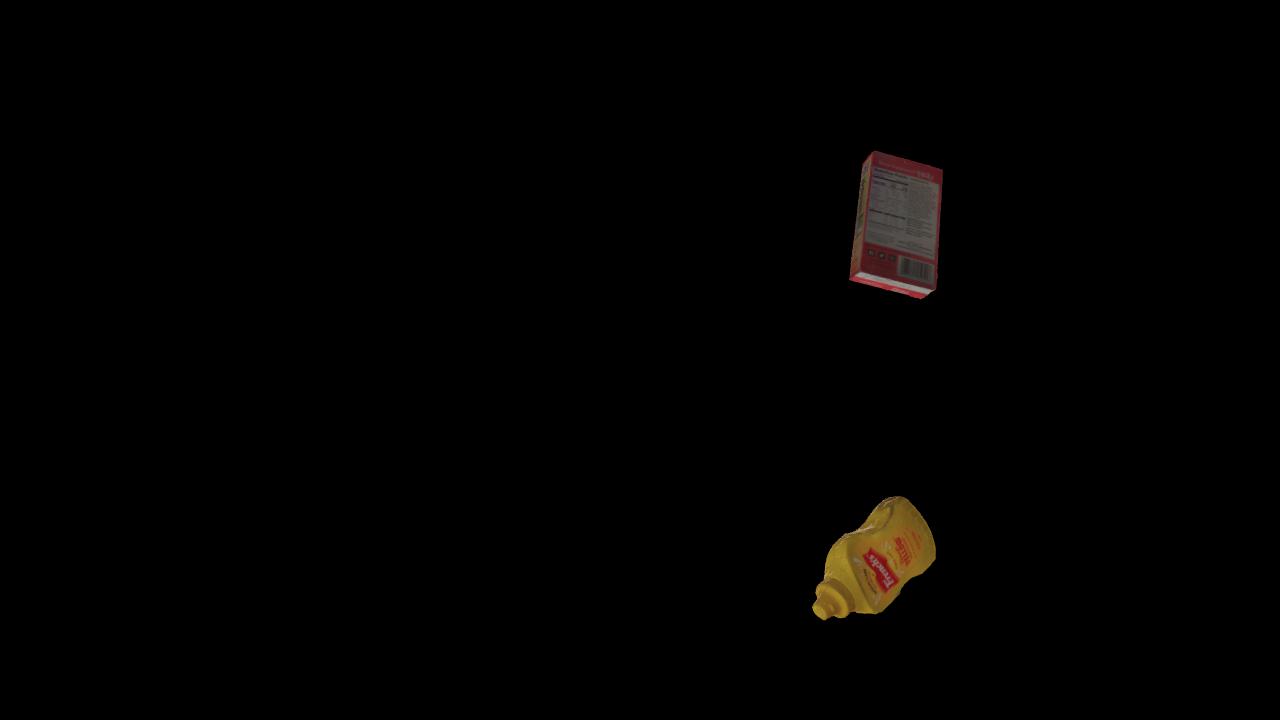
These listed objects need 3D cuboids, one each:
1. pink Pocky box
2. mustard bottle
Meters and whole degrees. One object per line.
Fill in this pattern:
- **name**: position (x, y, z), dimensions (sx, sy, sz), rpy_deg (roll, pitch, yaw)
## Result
- **pink Pocky box**: position (0.277, -0.147, 0.663), dimensions (0.084, 0.155, 0.029), rpy_deg (14, -19, -4)
- **mustard bottle**: position (0.261, 0.238, 0.705), dimensions (0.184, 0.092, 0.054), rpy_deg (-25, 4, -31)
